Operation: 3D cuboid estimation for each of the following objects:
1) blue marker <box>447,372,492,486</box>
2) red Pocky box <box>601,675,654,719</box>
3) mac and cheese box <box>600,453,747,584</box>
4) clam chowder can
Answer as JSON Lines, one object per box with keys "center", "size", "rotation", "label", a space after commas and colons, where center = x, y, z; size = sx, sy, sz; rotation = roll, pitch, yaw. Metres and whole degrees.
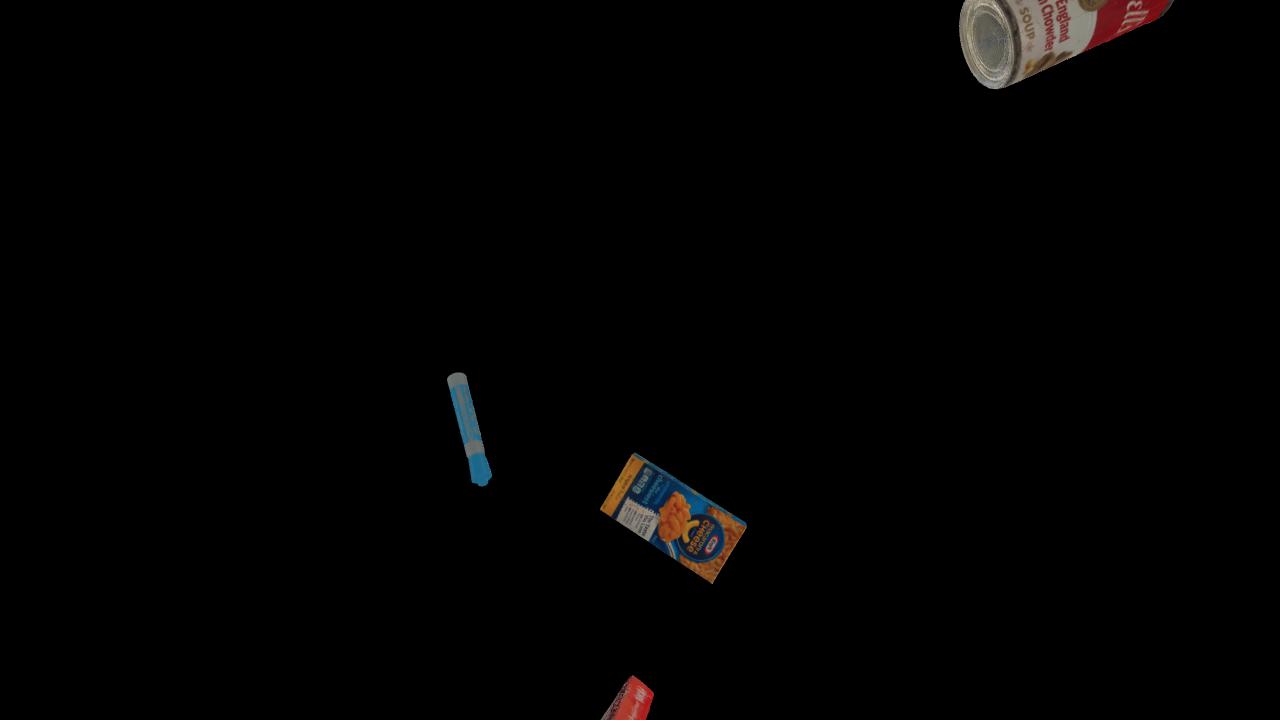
{"center": [-0.162, 0.065, 0.585], "size": [0.020, 0.121, 0.020], "rotation": [-18, -31, -11], "label": "blue marker"}
{"center": [-0.046, 0.329, 0.475], "size": [0.028, 0.155, 0.083], "rotation": [34, 4, 12], "label": "red Pocky box"}
{"center": [0.045, 0.217, 0.853], "size": [0.184, 0.093, 0.041], "rotation": [31, 0, 9], "label": "mac and cheese box"}
{"center": [0.277, -0.232, 0.405], "size": [0.102, 0.068, 0.068], "rotation": [-23, -4, 9], "label": "clam chowder can"}
